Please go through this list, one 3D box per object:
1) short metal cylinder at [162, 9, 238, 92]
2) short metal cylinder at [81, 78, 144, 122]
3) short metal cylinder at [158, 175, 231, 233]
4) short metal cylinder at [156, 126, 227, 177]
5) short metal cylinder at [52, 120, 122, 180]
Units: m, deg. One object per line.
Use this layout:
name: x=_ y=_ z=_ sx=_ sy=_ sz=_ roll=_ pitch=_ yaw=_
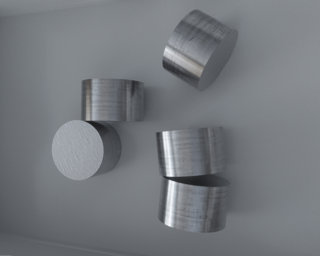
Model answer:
short metal cylinder: x=0.048 y=-0.090 z=0.364 sx=0.050 sy=0.080 sz=0.080 roll=35 pitch=101 yaw=16
short metal cylinder: x=-0.061 y=-0.034 z=0.403 sx=0.080 sy=0.080 sz=0.050 roll=1 pitch=91 yaw=20
short metal cylinder: x=0.040 y=0.084 z=0.367 sx=0.080 sy=0.080 sz=0.050 roll=7 pitch=92 yaw=20
short metal cylinder: x=0.037 y=0.027 z=0.368 sx=0.080 sy=0.080 sz=0.050 roll=-6 pitch=88 yaw=20
short metal cylinder: x=-0.101 y=0.029 z=0.433 sx=0.080 sy=0.050 sz=0.080 roll=0 pitch=90 yaw=20
